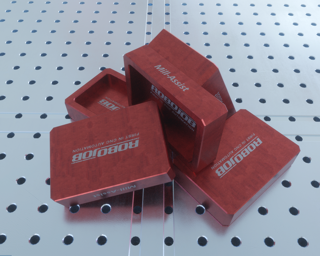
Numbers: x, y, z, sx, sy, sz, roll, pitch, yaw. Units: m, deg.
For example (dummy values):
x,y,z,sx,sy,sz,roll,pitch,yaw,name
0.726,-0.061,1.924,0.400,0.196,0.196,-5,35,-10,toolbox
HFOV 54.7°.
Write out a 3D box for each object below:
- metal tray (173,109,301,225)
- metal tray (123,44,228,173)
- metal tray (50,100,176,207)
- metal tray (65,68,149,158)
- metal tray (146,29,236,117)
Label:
x,y,z,sx,sy,sz,roll,pitch,yaw,name
0.090,0.040,0.370,0.131,0.030,0.090,-34,58,-26,metal tray
0.011,-0.022,0.345,0.030,0.089,0.130,-31,57,-24,metal tray
-0.056,0.028,0.349,0.131,0.030,0.090,-15,61,6,metal tray
-0.051,-0.025,0.424,0.130,0.030,0.090,29,56,22,metal tray
0.043,-0.057,0.389,0.030,0.130,0.090,-47,60,1,metal tray
